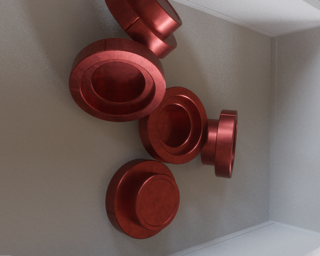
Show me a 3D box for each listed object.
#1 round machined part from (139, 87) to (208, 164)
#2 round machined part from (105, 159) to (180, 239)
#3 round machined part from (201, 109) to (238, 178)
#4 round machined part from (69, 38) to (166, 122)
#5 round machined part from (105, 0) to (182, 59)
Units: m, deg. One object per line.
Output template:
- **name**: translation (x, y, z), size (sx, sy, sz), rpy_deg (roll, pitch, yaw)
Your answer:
- **round machined part**: translation (0.013, -0.003, 0.404), size (0.099, 0.042, 0.097), rpy_deg (1, 88, -37)
- **round machined part**: translation (-0.014, 0.088, 0.384), size (0.099, 0.042, 0.097), rpy_deg (0, 90, -40)
- **round machined part**: translation (0.086, 0.021, 0.448), size (0.098, 0.042, 0.097), rpy_deg (5, 91, -73)
- **round machined part**: translation (-0.044, -0.055, 0.333), size (0.098, 0.098, 0.042), rpy_deg (34, 35, -35)
- **round machined part**: translation (-0.012, -0.130, 0.351), size (0.098, 0.042, 0.098), rpy_deg (42, 25, -24)
